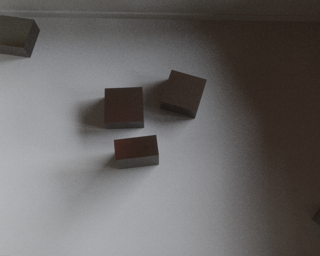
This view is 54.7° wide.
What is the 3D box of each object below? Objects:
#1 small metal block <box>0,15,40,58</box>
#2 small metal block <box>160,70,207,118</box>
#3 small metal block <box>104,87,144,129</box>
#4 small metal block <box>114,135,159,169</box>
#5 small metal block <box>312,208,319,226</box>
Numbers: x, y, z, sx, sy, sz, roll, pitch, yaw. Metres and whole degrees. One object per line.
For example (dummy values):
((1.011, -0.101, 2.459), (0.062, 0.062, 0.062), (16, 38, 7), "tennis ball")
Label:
((-0.213, -0.135, 0.456), (0.050, 0.025, 0.050), (9, 70, 2), "small metal block")
((0.032, -0.047, 0.427), (0.050, 0.025, 0.050), (17, 71, 5), "small metal block")
((-0.048, -0.027, 0.419), (0.050, 0.025, 0.050), (-2, 70, -2), "small metal block")
((-0.028, 0.031, 0.385), (0.050, 0.050, 0.025), (-7, 71, -3), "small metal block")
((0.215, 0.112, 0.358), (0.050, 0.050, 0.025), (40, 75, 13), "small metal block")
